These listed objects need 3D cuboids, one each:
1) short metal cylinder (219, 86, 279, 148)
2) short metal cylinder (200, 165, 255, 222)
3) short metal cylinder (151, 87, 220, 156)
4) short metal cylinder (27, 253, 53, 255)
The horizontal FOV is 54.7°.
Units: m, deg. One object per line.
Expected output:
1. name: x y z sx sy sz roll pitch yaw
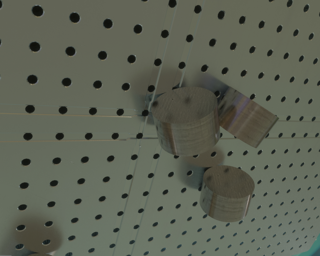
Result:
1. short metal cylinder: 0.116 -0.016 0.432 0.080 0.080 0.050 24 105 -37
2. short metal cylinder: 0.107 0.105 0.502 0.081 0.080 0.050 -11 123 -23
3. short metal cylinder: 0.033 -0.010 0.390 0.081 0.080 0.050 -24 127 -14
4. short metal cylinder: -0.167 0.220 0.422 0.080 0.080 0.050 23 106 -37
